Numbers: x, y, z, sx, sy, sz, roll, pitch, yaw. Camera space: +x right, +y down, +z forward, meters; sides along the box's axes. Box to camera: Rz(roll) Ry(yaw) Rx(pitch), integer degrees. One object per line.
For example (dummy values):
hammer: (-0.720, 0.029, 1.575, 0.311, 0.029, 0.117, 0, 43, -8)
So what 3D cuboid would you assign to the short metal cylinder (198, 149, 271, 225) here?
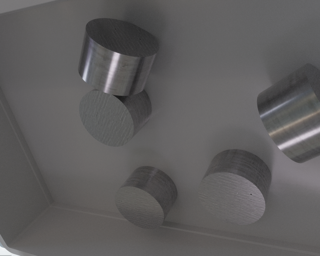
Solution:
short metal cylinder: (0.094, 0.074, 0.388, 0.080, 0.050, 0.079, 13, 124, 21)

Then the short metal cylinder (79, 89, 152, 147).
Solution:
short metal cylinder: (-0.058, -0.022, 0.409, 0.080, 0.050, 0.079, 13, 124, 21)

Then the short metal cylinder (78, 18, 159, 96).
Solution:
short metal cylinder: (-0.047, -0.081, 0.348, 0.080, 0.080, 0.050, 31, 128, 8)

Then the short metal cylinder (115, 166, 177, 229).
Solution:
short metal cylinder: (-0.020, 0.105, 0.468, 0.080, 0.050, 0.079, 13, 124, 21)

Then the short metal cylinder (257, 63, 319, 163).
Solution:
short metal cylinder: (0.138, -0.013, 0.292, 0.080, 0.080, 0.050, 49, 129, -6)
